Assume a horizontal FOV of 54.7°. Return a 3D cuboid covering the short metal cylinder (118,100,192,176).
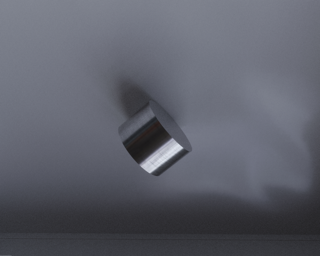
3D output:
[{"bbox_3d":[-0.005,0.012,0.384,0.050,0.080,0.080,-40,106,13],"label":"short metal cylinder"}]
